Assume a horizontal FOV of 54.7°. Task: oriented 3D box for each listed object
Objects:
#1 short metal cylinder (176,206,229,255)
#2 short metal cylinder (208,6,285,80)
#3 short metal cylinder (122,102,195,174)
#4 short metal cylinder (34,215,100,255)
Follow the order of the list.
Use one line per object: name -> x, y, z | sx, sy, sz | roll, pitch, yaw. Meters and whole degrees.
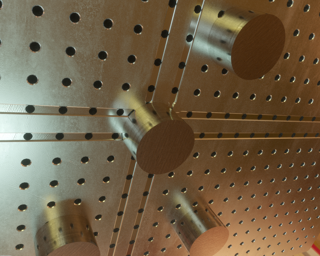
short metal cylinder -> 0.076, 0.189, 0.556 | 0.081, 0.050, 0.079 | -14, 124, -21
short metal cylinder -> 0.108, -0.107, 0.390 | 0.081, 0.050, 0.079 | -14, 124, -21
short metal cylinder -> -0.002, 0.013, 0.403 | 0.081, 0.050, 0.079 | -14, 125, -21
short metal cylinder -> -0.129, 0.169, 0.430 | 0.081, 0.050, 0.079 | -14, 125, -21
